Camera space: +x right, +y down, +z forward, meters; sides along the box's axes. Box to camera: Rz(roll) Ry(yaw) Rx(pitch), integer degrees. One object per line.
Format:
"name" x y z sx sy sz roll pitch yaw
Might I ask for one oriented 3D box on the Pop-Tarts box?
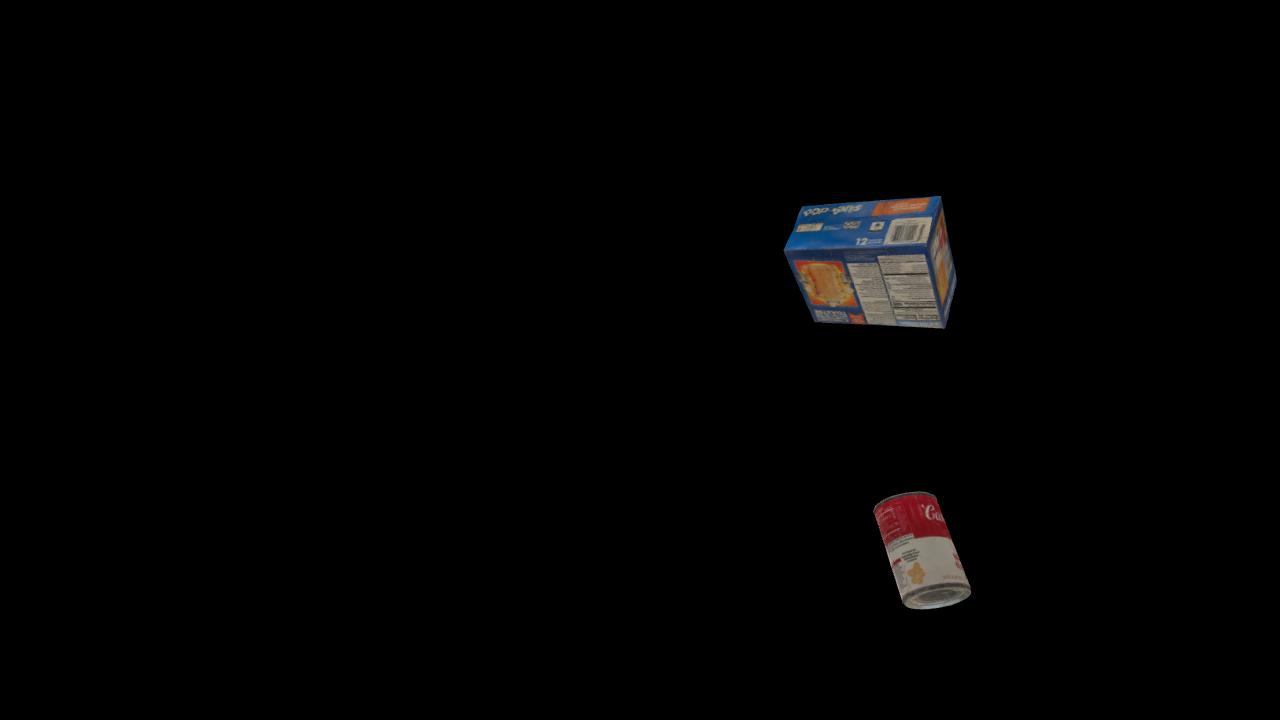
"Pop-Tarts box" 0.285 -0.117 0.757 0.167 0.083 0.141 7 -33 40

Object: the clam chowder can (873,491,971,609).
"clam chowder can" 0.293 0.199 0.643 0.068 0.102 0.068 -2 -39 -2
